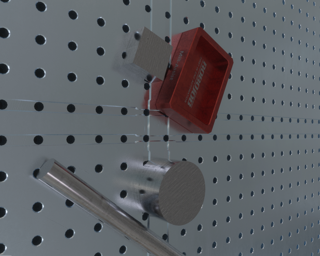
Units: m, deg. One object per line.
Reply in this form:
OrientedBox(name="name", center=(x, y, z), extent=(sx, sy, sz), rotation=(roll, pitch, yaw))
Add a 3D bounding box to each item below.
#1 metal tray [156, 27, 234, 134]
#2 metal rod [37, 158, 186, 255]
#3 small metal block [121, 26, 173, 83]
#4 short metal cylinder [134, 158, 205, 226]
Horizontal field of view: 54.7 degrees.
OrientedBox(name="metal tray", center=(0.054, -0.067, 0.451), extent=(0.090, 0.030, 0.130), rotation=(32, 70, -36))
OrientedBox(name="metal rod", center=(-0.025, 0.134, 0.388), extent=(0.300, 0.025, 0.025), rotation=(46, 63, -30))
OrientedBox(name="small metal block", center=(-0.015, -0.092, 0.396), extent=(0.050, 0.025, 0.050), rotation=(26, 74, -37))
OrientedBox(name="short metal cylinder", center=(0.013, 0.081, 0.405), extent=(0.081, 0.050, 0.079), rotation=(0, 90, -40))
